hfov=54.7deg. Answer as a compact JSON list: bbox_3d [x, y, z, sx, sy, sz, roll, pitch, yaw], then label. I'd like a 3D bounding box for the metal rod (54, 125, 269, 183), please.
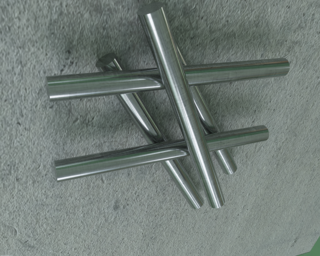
[{"bbox_3d":[0.020,0.028,0.406,0.303,0.025,0.025,-9,122,-24],"label":"metal rod"}]

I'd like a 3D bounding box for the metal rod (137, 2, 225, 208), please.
[{"bbox_3d":[0.038,0.001,0.367,0.025,0.025,0.299,-31,129,-9],"label":"metal rod"}]

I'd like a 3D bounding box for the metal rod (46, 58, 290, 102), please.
[{"bbox_3d":[0.029,-0.060,0.357,0.303,0.025,0.025,-9,123,-24],"label":"metal rod"}]

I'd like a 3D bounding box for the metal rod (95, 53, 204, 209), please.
[{"bbox_3d":[0.002,0.026,0.426,0.025,0.025,0.299,-35,129,-5],"label":"metal rod"}]

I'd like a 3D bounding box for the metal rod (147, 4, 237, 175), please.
[{"bbox_3d":[0.052,-0.029,0.420,0.025,0.025,0.299,-37,130,-4],"label":"metal rod"}]
